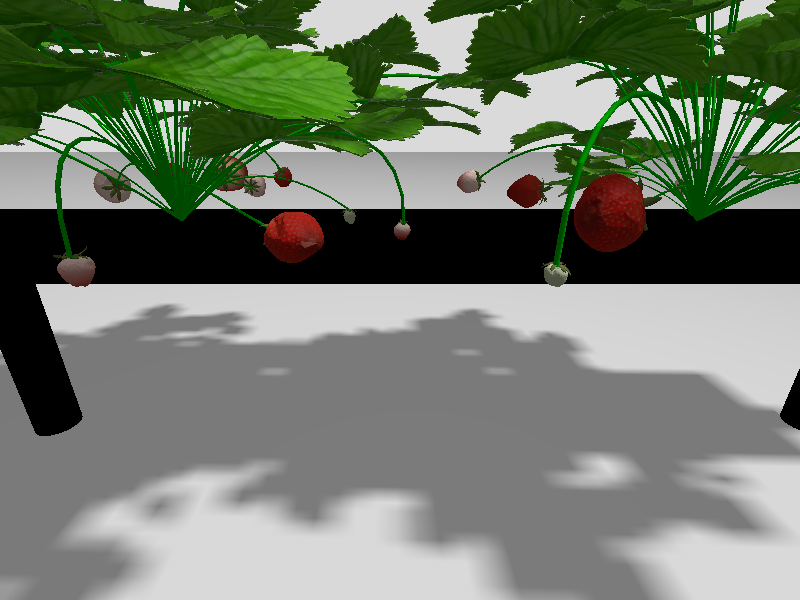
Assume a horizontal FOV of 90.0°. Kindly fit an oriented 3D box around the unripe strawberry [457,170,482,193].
[{"bbox_3d":[0.089,-0.153,0.520,0.032,0.027,0.032,-18,16,-38],"label":"unripe strawberry"}]

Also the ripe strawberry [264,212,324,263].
[{"bbox_3d":[-0.057,-0.034,0.220,0.029,0.029,0.032,21,30,41],"label":"ripe strawberry"}]

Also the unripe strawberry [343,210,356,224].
[{"bbox_3d":[-0.042,-0.070,0.337,0.010,0.012,0.012,-10,21,8],"label":"unripe strawberry"}]

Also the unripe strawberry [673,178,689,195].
[{"bbox_3d":[0.366,-0.147,0.518,0.021,0.022,0.022,12,17,27],"label":"unripe strawberry"}]

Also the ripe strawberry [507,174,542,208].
[{"bbox_3d":[0.129,-0.113,0.417,0.035,0.034,0.032,9,23,30],"label":"ripe strawberry"}]

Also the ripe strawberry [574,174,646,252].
[{"bbox_3d":[0.125,-0.052,0.243,0.044,0.046,0.040,-17,27,-35],"label":"ripe strawberry"}]

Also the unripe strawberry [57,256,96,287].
[{"bbox_3d":[-0.146,-0.013,0.181,0.013,0.014,0.015,-5,22,-13],"label":"unripe strawberry"}]

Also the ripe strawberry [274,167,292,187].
[{"bbox_3d":[-0.168,-0.176,0.581,0.024,0.028,0.027,2,-27,5],"label":"ripe strawberry"}]

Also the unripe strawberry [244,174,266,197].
[{"bbox_3d":[-0.180,-0.144,0.501,0.026,0.028,0.028,1,21,3],"label":"unripe strawberry"}]

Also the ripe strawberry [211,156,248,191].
[{"bbox_3d":[-0.229,-0.169,0.534,0.052,0.045,0.052,-4,22,-10],"label":"ripe strawberry"}]

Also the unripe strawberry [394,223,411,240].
[{"bbox_3d":[0.002,-0.046,0.270,0.011,0.011,0.011,9,24,22],"label":"unripe strawberry"}]

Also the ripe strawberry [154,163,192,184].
[{"bbox_3d":[-0.285,-0.152,0.503,0.043,0.039,0.039,-11,24,-26],"label":"ripe strawberry"}]

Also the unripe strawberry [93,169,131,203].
[{"bbox_3d":[-0.326,-0.129,0.453,0.038,0.037,0.035,17,28,38],"label":"unripe strawberry"}]

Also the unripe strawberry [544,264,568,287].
[{"bbox_3d":[0.069,-0.011,0.178,0.010,0.010,0.011,-19,29,-40],"label":"unripe strawberry"}]
